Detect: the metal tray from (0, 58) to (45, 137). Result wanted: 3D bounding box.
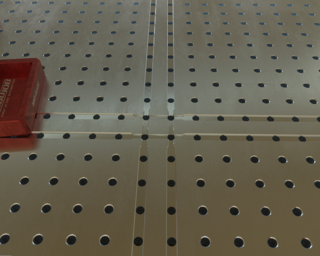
[{"bbox_3d":[-0.223,-0.046,0.442,0.091,0.030,0.130,-4,50,-3],"label":"metal tray"}]
